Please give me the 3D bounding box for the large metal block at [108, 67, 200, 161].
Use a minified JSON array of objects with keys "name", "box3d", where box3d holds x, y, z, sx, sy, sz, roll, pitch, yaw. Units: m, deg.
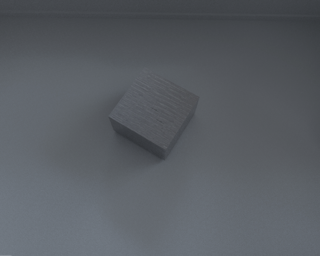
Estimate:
[{"name":"large metal block","box3d":[-0.007,-0.017,0.399,0.080,0.050,0.080,30,72,10]}]
